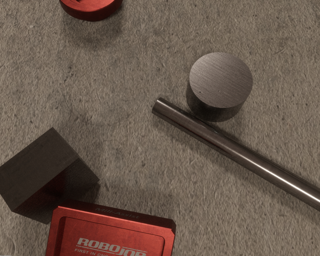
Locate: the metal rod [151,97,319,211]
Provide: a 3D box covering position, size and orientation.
[{"bbox_3d":[0.123,0.045,0.393,0.301,0.025,0.025,31,73,10],"label":"metal rod"}]

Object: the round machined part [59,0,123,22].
[{"bbox_3d":[-0.104,-0.203,0.472,0.099,0.042,0.098,0,70,-1],"label":"round machined part"}]

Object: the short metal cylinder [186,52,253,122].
[{"bbox_3d":[0.077,-0.054,0.415,0.081,0.050,0.080,0,70,0],"label":"short metal cylinder"}]

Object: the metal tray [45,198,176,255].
[{"bbox_3d":[-0.054,0.136,0.337,0.131,0.030,0.089,11,93,3],"label":"metal tray"}]

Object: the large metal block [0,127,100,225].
[{"bbox_3d":[-0.126,0.057,0.353,0.080,0.080,0.050,-40,66,-13],"label":"large metal block"}]
